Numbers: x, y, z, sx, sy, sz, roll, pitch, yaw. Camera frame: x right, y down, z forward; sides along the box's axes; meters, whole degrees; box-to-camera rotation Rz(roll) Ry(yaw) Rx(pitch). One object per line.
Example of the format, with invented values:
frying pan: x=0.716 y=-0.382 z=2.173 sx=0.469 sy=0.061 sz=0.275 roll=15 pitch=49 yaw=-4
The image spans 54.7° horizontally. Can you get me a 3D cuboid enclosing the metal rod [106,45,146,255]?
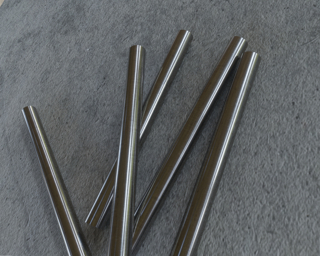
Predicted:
metal rod: x=-0.038 y=0.015 z=0.380 sx=0.025 sy=0.025 sz=0.299 roll=-12 pitch=57 yaw=22

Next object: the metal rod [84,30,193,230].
metal rod: x=-0.020 y=-0.011 z=0.421 sx=0.025 sy=0.025 sz=0.300 roll=12 pitch=68 yaw=33

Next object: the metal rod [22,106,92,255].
metal rod: x=-0.158 y=0.064 z=0.447 sx=0.025 sy=0.025 sz=0.300 roll=-39 pitch=51 yaw=2

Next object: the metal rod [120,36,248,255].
metal rod: x=0.034 y=0.010 z=0.379 sx=0.025 sy=0.025 sz=0.300 roll=19 pitch=71 yaw=35

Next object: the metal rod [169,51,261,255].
metal rod: x=0.061 y=0.039 z=0.347 sx=0.025 sy=0.025 sz=0.300 roll=10 pitch=67 yaw=32
